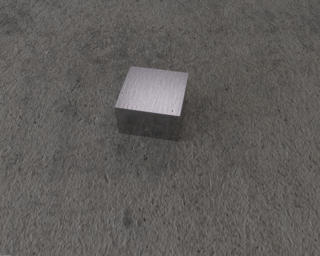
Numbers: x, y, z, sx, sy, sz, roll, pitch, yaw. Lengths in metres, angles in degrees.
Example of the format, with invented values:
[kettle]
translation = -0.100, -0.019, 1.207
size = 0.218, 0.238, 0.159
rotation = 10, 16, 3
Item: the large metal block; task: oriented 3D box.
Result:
[large metal block]
translation = -0.008, -0.034, 0.416
size = 0.080, 0.050, 0.080
rotation = 8, 51, 7
